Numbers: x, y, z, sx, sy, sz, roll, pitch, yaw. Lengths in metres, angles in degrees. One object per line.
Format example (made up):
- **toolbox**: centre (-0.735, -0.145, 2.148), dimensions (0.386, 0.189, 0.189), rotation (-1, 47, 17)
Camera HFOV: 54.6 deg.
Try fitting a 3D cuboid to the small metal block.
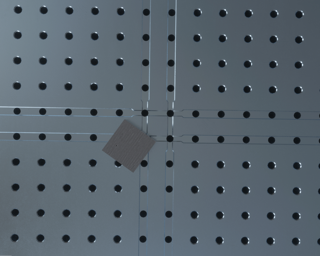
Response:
- **small metal block**: centre (-0.040, 0.023, 0.413), dimensions (0.050, 0.025, 0.050), rotation (36, 90, 0)
